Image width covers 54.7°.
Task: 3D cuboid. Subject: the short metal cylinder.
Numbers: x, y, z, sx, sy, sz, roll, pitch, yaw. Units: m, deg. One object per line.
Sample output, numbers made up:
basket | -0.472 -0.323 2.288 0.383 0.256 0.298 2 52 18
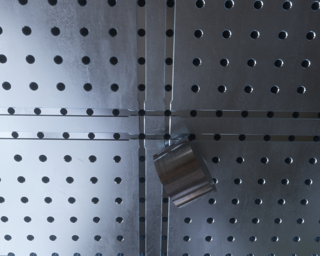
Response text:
short metal cylinder | 0.033 0.058 0.406 0.050 0.080 0.080 -28 108 9
